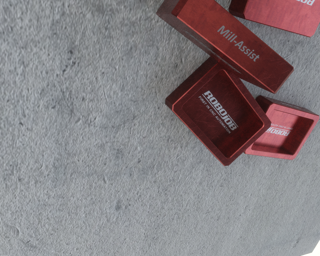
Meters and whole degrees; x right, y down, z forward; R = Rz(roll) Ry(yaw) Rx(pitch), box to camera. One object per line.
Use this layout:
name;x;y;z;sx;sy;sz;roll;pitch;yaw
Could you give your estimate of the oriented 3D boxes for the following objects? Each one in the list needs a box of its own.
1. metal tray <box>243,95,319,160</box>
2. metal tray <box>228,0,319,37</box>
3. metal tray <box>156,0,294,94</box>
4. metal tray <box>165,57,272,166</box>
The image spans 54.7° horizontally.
metal tray;0.193;0.003;0.510;0.131;0.030;0.089;9;114;-33
metal tray;0.157;-0.171;0.383;0.131;0.030;0.089;2;117;-30
metal tray;0.063;-0.091;0.319;0.131;0.090;0.030;32;101;-20
metal tray;0.081;-0.020;0.418;0.090;0.030;0.130;-44;118;2
